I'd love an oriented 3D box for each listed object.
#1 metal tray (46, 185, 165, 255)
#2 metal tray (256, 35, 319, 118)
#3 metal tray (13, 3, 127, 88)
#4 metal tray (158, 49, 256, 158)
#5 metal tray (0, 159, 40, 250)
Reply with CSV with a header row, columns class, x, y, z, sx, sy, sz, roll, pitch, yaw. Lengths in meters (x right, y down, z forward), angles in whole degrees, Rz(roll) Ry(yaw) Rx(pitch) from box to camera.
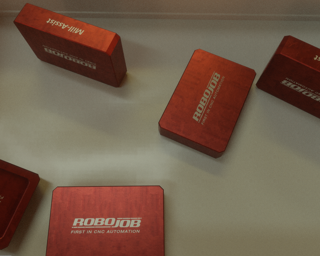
class,x,y,z,sx,sy,sz,roll,pitch,yaw
metal tray,-0.060,0.115,0.364,0.131,0.030,0.090,0,70,-1
metal tray,0.199,-0.055,0.396,0.130,0.090,0.030,29,73,10
metal tray,-0.113,-0.106,0.412,0.131,0.090,0.030,20,72,7
metal tray,0.064,-0.035,0.420,0.090,0.030,0.130,24,72,8
metal tray,-0.216,0.070,0.342,0.131,0.030,0.090,30,68,-26
